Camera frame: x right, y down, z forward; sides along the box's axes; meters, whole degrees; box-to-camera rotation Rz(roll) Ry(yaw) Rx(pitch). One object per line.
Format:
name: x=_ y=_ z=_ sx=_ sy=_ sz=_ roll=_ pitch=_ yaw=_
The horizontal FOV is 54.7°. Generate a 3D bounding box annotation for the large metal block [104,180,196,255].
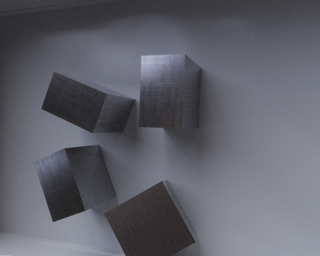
large metal block: x=-0.010 y=0.121 z=0.390 sx=0.080 sy=0.050 sz=0.080 roll=-30 pitch=80 yaw=2

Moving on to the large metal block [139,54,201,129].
large metal block: x=0.015 y=-0.040 z=0.375 sx=0.050 sy=0.080 sz=0.079 roll=2 pitch=91 yaw=20

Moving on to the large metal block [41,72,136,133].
large metal block: x=-0.092 y=-0.032 z=0.412 sx=0.080 sy=0.080 sz=0.050 roll=24 pitch=98 yaw=18

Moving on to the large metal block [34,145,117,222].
large metal block: x=-0.111 y=0.071 z=0.419 sx=0.050 sy=0.080 sz=0.080 roll=-23 pitch=83 yaw=18
